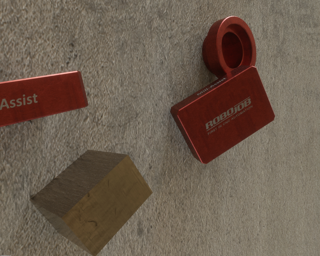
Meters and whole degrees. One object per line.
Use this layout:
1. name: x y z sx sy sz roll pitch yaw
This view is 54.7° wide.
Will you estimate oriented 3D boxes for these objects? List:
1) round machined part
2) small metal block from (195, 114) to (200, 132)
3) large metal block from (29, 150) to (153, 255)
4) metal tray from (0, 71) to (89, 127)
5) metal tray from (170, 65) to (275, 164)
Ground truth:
1. round machined part: 0.103 -0.119 0.480 0.099 0.042 0.097 0 90 -40
2. small metal block: 0.072 -0.018 0.465 0.050 0.025 0.050 20 78 -38
3. large metal block: -0.069 0.069 0.311 0.080 0.080 0.050 -44 117 -31
4. metal tray: -0.137 -0.017 0.247 0.131 0.090 0.030 -19 102 -38
5. metal tray: 0.091 -0.020 0.442 0.131 0.030 0.090 -32 110 -9
